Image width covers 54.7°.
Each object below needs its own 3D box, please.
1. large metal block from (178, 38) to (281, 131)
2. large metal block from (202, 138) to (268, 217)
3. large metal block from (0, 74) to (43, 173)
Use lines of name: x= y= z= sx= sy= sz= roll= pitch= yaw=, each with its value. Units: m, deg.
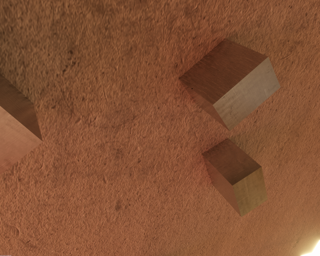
large metal block: x=0.083 y=-0.056 z=0.382 sx=0.080 sy=0.080 sz=0.050 roll=-41 pitch=130 yaw=0
large metal block: x=0.116 y=0.076 z=0.481 sx=0.050 sy=0.080 sz=0.080 roll=-31 pitch=129 yaw=-9
large metal block: x=-0.157 y=-0.016 z=0.275 sx=0.050 sy=0.080 sz=0.080 roll=-38 pitch=130 yaw=-2
